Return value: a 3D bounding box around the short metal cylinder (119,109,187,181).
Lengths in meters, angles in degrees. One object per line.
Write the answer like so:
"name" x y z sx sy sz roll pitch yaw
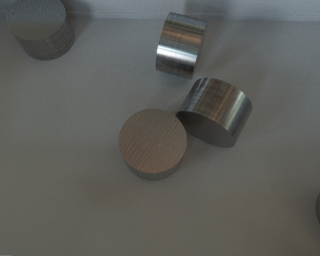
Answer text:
"short metal cylinder" -0.008 0.022 0.388 0.081 0.050 0.080 0 70 0

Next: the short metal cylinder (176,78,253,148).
"short metal cylinder" 0.067 -0.018 0.387 0.080 0.080 0.050 28 73 9

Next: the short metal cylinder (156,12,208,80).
"short metal cylinder" 0.030 -0.111 0.421 0.050 0.080 0.080 16 71 6

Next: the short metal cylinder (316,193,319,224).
"short metal cylinder" 0.234 0.098 0.362 0.081 0.050 0.080 0 70 0

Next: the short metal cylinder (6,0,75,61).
"short metal cylinder" -0.170 -0.146 0.448 0.081 0.050 0.080 0 70 0
